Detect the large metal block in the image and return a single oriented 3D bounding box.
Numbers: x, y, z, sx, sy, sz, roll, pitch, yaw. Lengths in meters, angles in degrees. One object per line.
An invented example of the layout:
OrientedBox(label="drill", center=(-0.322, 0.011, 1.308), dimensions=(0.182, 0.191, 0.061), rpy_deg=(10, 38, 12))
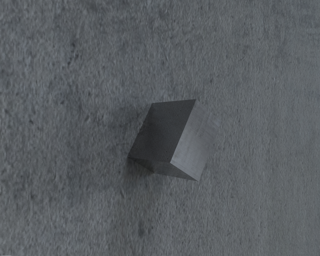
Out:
OrientedBox(label="large metal block", center=(0.017, 0.014, 0.382), dimensions=(0.050, 0.080, 0.080), rpy_deg=(37, 68, -34))
